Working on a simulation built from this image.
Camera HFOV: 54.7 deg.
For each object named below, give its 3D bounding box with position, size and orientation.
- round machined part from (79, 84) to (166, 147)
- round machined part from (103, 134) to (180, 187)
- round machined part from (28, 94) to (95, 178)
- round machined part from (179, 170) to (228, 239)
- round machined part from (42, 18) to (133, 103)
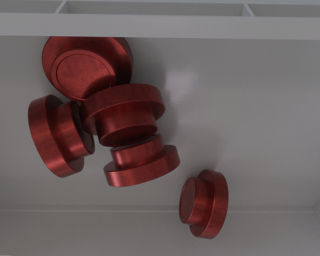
[{"bbox_3d":[-0.041,-0.009,0.359,0.099,0.042,0.098,-15,162,-5],"label":"round machined part"},{"bbox_3d":[-0.026,0.037,0.403,0.098,0.098,0.042,-14,98,12],"label":"round machined part"},{"bbox_3d":[-0.110,0.006,0.367,0.042,0.098,0.098,-20,129,1],"label":"round machined part"},{"bbox_3d":[0.059,0.109,0.454,0.042,0.098,0.097,14,129,-11],"label":"round machined part"},{"bbox_3d":[-0.080,-0.065,0.341,0.099,0.042,0.097,0,130,0],"label":"round machined part"}]
